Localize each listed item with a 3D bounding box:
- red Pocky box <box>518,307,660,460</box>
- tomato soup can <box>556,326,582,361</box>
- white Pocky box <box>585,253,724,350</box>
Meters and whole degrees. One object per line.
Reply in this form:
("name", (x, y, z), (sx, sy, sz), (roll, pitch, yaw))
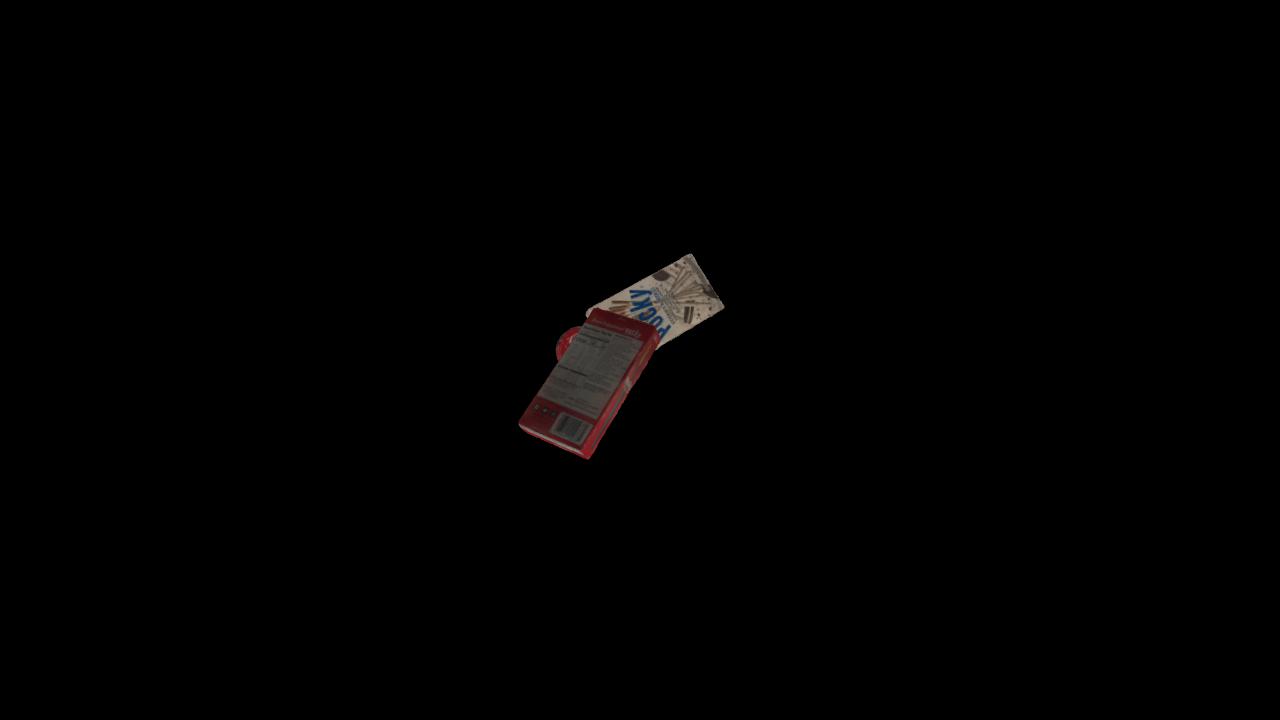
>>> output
("red Pocky box", (-0.049, 0.020, 0.632), (0.083, 0.155, 0.028), (19, -25, 28))
("tomato soup can", (-0.062, 0.010, 0.758), (0.068, 0.068, 0.101), (0, 30, -20))
("white Pocky box", (0.019, -0.060, 0.750), (0.154, 0.084, 0.028), (-31, -2, -17))
